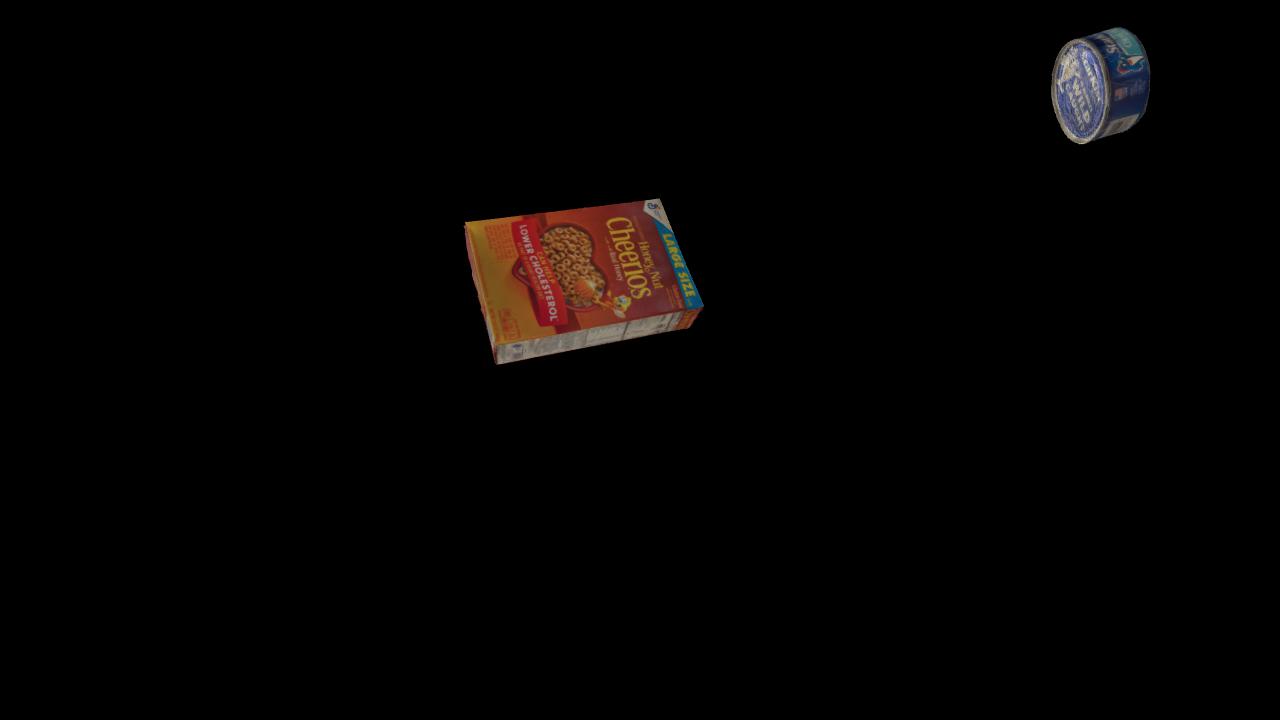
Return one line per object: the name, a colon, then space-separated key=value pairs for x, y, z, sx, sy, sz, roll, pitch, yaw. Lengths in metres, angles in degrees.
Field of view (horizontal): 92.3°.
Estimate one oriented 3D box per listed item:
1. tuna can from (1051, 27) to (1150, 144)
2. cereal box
tuna can: x=0.379 y=-0.226 z=0.509 sx=0.034 sy=0.084 sz=0.084 roll=-14 pitch=-3 yaw=13
cereal box: x=-0.083 y=-0.123 z=0.902 sx=0.306 sy=0.203 sz=0.081 roll=-12 pitch=-22 yaw=-17
